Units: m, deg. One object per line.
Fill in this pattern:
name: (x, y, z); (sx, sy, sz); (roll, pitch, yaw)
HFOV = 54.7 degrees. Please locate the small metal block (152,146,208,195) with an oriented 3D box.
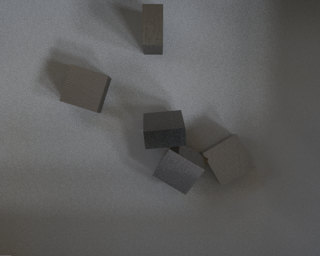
small metal block: (0.026, 0.051, 0.400); (0.050, 0.025, 0.050); (31, 123, 0)

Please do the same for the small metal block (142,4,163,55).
small metal block: (-0.009, -0.125, 0.399); (0.025, 0.050, 0.050); (0, 90, 0)

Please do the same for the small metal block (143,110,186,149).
small metal block: (0.005, 0.001, 0.396); (0.050, 0.050, 0.025); (-5, 119, 0)

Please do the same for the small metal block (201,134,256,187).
small metal block: (0.089, 0.042, 0.412); (0.050, 0.025, 0.050); (-30, 90, 0)

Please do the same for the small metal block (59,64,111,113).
small metal block: (-0.098, -0.051, 0.410); (0.050, 0.025, 0.050); (18, 90, 0)
